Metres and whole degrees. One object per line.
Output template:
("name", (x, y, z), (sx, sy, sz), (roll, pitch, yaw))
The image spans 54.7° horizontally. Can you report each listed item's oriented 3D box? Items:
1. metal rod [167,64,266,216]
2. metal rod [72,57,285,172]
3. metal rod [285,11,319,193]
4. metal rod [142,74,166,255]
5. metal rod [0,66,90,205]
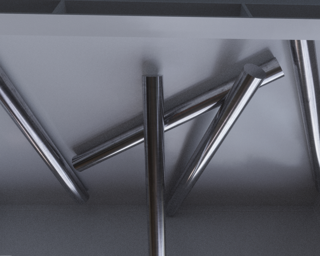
("metal rod", (0.057, 0.040, 0.423), (0.025, 0.025, 0.298), (12, 135, -11))
("metal rod", (0.008, -0.009, 0.401), (0.300, 0.025, 0.025), (-25, 126, 19))
("metal rod", (0.201, -0.009, 0.404), (0.025, 0.025, 0.299), (-19, 128, 15))
("metal rod", (-0.006, 0.082, 0.401), (0.025, 0.025, 0.298), (-1, 106, 0))
("metal rod", (-0.167, 0.006, 0.411), (0.025, 0.025, 0.299), (-12, 129, 10))
